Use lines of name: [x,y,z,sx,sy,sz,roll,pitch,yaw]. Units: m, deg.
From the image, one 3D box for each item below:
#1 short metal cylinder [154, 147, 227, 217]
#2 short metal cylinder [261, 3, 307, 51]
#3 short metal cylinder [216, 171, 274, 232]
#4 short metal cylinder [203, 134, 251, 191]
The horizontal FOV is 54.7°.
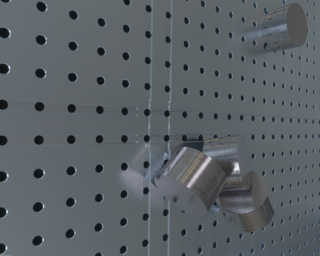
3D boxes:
short metal cylinder: [0.040,0.071,0.407,0.050,0.080,0.080,-49,119,-28]
short metal cylinder: [0.238,-0.191,0.591,0.081,0.050,0.079,0,90,-40]
short metal cylinder: [0.130,0.111,0.477,0.080,0.080,0.050,-50,131,-28]
short metal cylinder: [0.101,0.052,0.458,0.080,0.050,0.080,30,55,-57]
